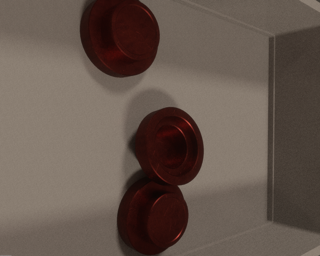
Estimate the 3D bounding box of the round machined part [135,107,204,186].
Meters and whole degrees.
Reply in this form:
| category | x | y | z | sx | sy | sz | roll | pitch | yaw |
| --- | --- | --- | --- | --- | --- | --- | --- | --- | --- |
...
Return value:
| category | x | y | z | sx | sy | sz | roll | pitch | yaw |
| --- | --- | --- | --- | --- | --- | --- | --- | --- | --- |
| round machined part | 0.008 | 0.025 | 0.397 | 0.099 | 0.042 | 0.098 | 11 | 73 | -39 |

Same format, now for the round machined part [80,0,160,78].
| category | x | y | z | sx | sy | sz | roll | pitch | yaw |
| --- | --- | --- | --- | --- | --- | --- | --- | --- | --- |
| round machined part | -0.039 | -0.110 | 0.364 | 0.099 | 0.042 | 0.097 | 0 | 90 | -40 |

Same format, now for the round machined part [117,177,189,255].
| category | x | y | z | sx | sy | sz | roll | pitch | yaw |
| --- | --- | --- | --- | --- | --- | --- | --- | --- | --- |
| round machined part | -0.002 | 0.113 | 0.396 | 0.099 | 0.042 | 0.097 | 0 | 91 | -40 |
